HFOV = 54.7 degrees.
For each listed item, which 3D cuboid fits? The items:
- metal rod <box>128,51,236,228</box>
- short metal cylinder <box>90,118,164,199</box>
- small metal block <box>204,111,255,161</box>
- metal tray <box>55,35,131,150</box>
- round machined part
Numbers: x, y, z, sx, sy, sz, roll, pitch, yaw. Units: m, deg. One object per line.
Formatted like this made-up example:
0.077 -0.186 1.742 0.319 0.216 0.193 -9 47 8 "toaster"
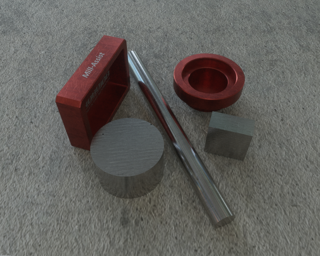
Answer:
0.011 -0.008 0.412 0.025 0.025 0.300 -17 52 -14 "metal rod"
-0.036 0.035 0.359 0.081 0.050 0.080 0 50 0 "short metal cylinder"
0.083 0.010 0.377 0.050 0.050 0.025 13 51 10 "small metal block"
-0.079 -0.047 0.401 0.030 0.089 0.130 14 51 11 "metal tray"
0.068 -0.061 0.446 0.099 0.042 0.098 0 50 0 "round machined part"
